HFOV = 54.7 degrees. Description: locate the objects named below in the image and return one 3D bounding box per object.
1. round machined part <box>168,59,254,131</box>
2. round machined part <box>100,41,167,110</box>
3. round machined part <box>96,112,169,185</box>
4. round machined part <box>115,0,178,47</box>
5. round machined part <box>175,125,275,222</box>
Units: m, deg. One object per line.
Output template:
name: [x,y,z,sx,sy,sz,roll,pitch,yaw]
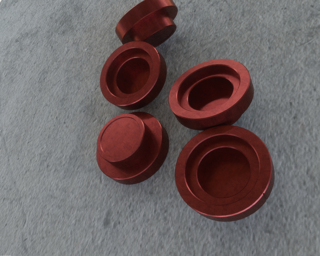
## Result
round machined part: [0.063,-0.035,0.373,0.098,0.042,0.098,-17,45,18]
round machined part: [-0.034,-0.071,0.444,0.098,0.042,0.098,-9,70,25]
round machined part: [-0.042,0.020,0.401,0.098,0.042,0.098,-13,56,20]
round machined part: [-0.014,-0.152,0.469,0.098,0.098,0.042,-31,88,7]
round machined part: [0.069,0.049,0.326,0.098,0.042,0.098,-13,56,20]
